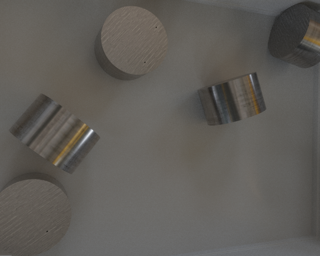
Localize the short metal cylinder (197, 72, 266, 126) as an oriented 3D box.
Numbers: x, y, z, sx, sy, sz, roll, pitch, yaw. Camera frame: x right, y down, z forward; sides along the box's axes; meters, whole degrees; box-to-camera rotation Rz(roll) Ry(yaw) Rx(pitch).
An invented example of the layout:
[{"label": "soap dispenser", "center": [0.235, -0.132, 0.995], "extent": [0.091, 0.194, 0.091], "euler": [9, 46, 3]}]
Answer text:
[{"label": "short metal cylinder", "center": [0.096, -0.040, 0.418], "extent": [0.081, 0.080, 0.050], "euler": [-20, 97, -19]}]

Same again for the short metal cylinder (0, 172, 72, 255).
[{"label": "short metal cylinder", "center": [-0.142, 0.093, 0.345], "extent": [0.081, 0.050, 0.079], "euler": [0, 90, -21]}]

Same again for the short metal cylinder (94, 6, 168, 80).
[{"label": "short metal cylinder", "center": [-0.037, -0.102, 0.384], "extent": [0.081, 0.050, 0.079], "euler": [0, 90, -21]}]

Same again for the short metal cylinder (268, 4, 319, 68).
[{"label": "short metal cylinder", "center": [0.209, -0.135, 0.460], "extent": [0.050, 0.080, 0.080], "euler": [15, 85, -20]}]

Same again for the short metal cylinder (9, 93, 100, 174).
[{"label": "short metal cylinder", "center": [-0.114, 0.007, 0.340], "extent": [0.080, 0.080, 0.050], "euler": [40, 77, -16]}]
